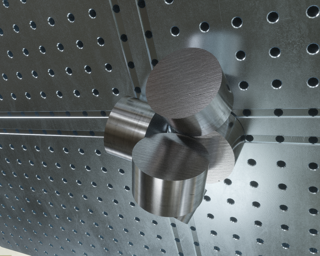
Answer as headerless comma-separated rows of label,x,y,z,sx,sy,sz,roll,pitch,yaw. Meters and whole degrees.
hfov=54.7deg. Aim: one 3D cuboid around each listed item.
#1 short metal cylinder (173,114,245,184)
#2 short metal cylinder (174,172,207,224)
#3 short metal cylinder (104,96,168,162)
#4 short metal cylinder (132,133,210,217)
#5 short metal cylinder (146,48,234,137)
short metal cylinder,0.057,0.020,0.376,0.080,0.050,0.079,13,123,21
short metal cylinder,0.015,0.084,0.412,0.080,0.050,0.080,31,171,6
short metal cylinder,-0.027,0.004,0.392,0.050,0.080,0.079,17,125,18
short metal cylinder,0.010,0.048,0.334,0.080,0.080,0.050,16,125,19
short metal cylinder,0.032,-0.037,0.327,0.080,0.080,0.050,2,159,27
